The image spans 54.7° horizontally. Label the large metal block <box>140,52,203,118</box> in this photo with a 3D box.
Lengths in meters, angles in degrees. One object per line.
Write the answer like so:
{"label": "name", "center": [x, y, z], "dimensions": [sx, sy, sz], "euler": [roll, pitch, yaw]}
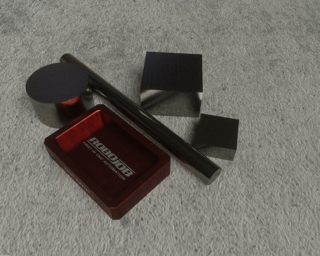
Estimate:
{"label": "large metal block", "center": [0.017, -0.062, 0.441], "dimensions": [0.080, 0.050, 0.080], "euler": [3, 50, 2]}

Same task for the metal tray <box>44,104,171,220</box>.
{"label": "metal tray", "center": [-0.063, 0.034, 0.372], "dimensions": [0.130, 0.030, 0.090], "euler": [37, 59, 26]}

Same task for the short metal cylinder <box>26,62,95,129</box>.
{"label": "short metal cylinder", "center": [-0.134, -0.045, 0.424], "dimensions": [0.081, 0.050, 0.080], "euler": [0, 50, 0]}

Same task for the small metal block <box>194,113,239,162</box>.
{"label": "small metal block", "center": [0.072, 0.011, 0.397], "dimensions": [0.050, 0.025, 0.050], "euler": [10, 51, 8]}

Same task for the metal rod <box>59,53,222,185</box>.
{"label": "metal rod", "center": [-0.043, -0.026, 0.425], "dimensions": [0.300, 0.025, 0.025], "euler": [38, 59, 27]}
